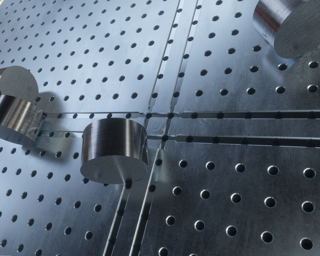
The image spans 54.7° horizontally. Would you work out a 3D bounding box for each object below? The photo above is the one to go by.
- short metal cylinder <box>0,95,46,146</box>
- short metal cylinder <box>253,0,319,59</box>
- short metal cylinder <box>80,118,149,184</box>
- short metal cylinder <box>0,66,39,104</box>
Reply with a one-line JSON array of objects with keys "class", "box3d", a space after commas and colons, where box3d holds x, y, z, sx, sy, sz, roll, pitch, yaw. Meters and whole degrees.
[{"class": "short metal cylinder", "box3d": [-0.234, -0.011, 0.499, 0.080, 0.080, 0.050, 1, 62, 28]}, {"class": "short metal cylinder", "box3d": [0.160, -0.131, 0.369, 0.080, 0.080, 0.050, -30, 52, 9]}, {"class": "short metal cylinder", "box3d": [-0.055, 0.030, 0.382, 0.080, 0.080, 0.050, -17, 55, 18]}, {"class": "short metal cylinder", "box3d": [-0.266, -0.067, 0.551, 0.050, 0.080, 0.080, -4, 60, 26]}]
